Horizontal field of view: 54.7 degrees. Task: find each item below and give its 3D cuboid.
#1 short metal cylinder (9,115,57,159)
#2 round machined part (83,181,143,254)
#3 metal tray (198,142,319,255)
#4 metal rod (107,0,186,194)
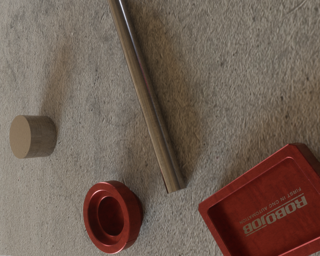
[{"bbox_3d":[-0.239,0.016,0.582,0.080,0.050,0.079,0,90,39],"label":"short metal cylinder"},{"bbox_3d":[-0.063,0.124,0.443,0.098,0.042,0.097,0,90,39],"label":"round machined part"},{"bbox_3d":[0.110,0.086,0.309,0.129,0.030,0.090,-43,64,31],"label":"metal tray"},{"bbox_3d":[-0.023,-0.060,0.422,0.025,0.025,0.299,-28,72,36],"label":"metal rod"}]
